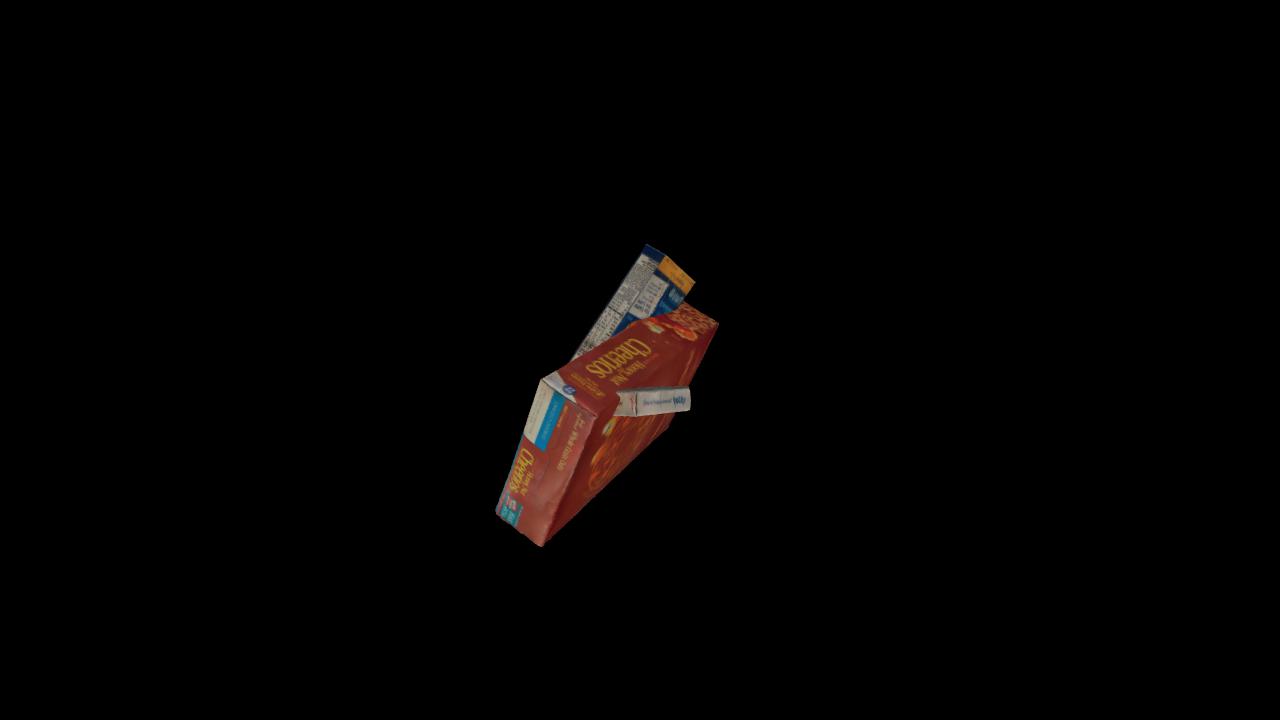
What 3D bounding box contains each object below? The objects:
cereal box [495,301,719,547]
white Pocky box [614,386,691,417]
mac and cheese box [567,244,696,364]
[{"bbox_3d":[-0.030,0.061,0.745,0.081,0.203,0.306,34,34,16],"label":"cereal box"},{"bbox_3d":[-0.029,0.043,0.668,0.154,0.028,0.084,-2,0,44],"label":"white Pocky box"},{"bbox_3d":[-0.011,-0.044,0.766,0.041,0.184,0.093,35,3,31],"label":"mac and cheese box"}]
